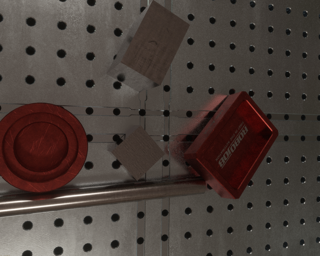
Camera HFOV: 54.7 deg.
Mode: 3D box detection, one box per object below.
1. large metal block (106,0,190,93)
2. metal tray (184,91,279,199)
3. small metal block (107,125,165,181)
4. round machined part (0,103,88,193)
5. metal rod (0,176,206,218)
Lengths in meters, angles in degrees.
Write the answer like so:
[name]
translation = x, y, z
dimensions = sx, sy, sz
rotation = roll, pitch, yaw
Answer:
[large metal block]
translation = -0.017, -0.094, 0.378
dimensions = 0.050, 0.080, 0.080
rotation = 28, 81, -18
[metal tray]
translation = 0.104, 0.023, 0.438
dimensions = 0.090, 0.030, 0.130
rotation = 47, 65, -14
[small metal block]
translation = -0.031, 0.031, 0.402
dimensions = 0.050, 0.025, 0.050
rotation = -43, 104, -15
[round machined part]
translation = -0.135, 0.021, 0.354
dimensions = 0.099, 0.042, 0.097
rotation = 0, 90, -21
[metal rod]
translation = -0.083, 0.085, 0.382
dimensions = 0.303, 0.025, 0.025
rotation = -2, 91, -21
